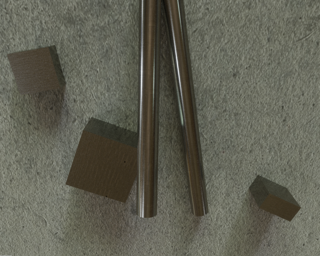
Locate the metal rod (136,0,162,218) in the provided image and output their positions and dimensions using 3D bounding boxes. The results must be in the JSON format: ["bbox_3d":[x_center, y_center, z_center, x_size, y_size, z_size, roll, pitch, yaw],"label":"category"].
[{"bbox_3d":[-0.013,-0.044,0.358,0.025,0.025,0.298,1,97,-1],"label":"metal rod"}]

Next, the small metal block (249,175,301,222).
[{"bbox_3d":[0.160,0.097,0.435,0.050,0.050,0.025,25,108,-9],"label":"small metal block"}]

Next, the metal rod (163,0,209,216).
[{"bbox_3d":[0.036,-0.016,0.404,0.025,0.025,0.298,-8,110,3],"label":"metal rod"}]

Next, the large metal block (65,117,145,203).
[{"bbox_3d":[-0.069,0.042,0.411,0.080,0.050,0.079,20,109,-8],"label":"large metal block"}]

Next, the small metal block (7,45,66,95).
[{"bbox_3d":[-0.150,-0.072,0.381,0.050,0.025,0.050,-9,110,3],"label":"small metal block"}]
